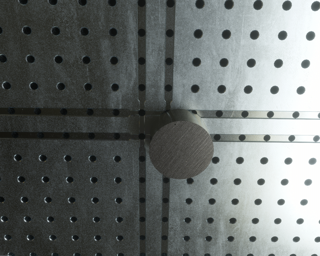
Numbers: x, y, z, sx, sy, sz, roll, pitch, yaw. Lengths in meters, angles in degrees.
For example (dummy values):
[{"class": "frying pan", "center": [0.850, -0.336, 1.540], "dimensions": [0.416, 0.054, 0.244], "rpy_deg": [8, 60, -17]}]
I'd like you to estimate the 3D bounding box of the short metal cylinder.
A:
[{"class": "short metal cylinder", "center": [0.027, 0.020, 0.408], "dimensions": [0.081, 0.050, 0.079], "rpy_deg": [0, 110, -1]}]
